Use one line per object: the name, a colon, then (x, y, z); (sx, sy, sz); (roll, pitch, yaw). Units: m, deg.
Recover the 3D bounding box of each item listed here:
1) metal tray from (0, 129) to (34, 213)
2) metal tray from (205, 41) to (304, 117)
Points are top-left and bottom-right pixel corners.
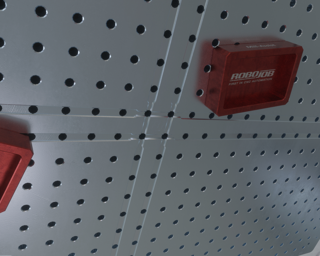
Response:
metal tray: (-0.211, 0.036, 0.314); (0.131, 0.030, 0.090); (20, 107, -36)
metal tray: (0.132, -0.070, 0.435); (0.131, 0.030, 0.089); (-10, 123, -23)
